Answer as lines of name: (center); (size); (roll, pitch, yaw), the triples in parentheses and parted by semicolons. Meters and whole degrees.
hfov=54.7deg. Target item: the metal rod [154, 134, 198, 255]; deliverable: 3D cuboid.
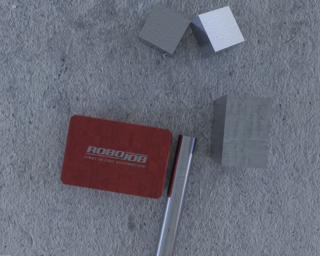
metal rod: (0.007, 0.157, 0.410); (0.025, 0.025, 0.298); (12, 90, -1)

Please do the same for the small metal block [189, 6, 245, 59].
small metal block: (0.074, -0.124, 0.402); (0.050, 0.025, 0.050); (-25, 91, -23)

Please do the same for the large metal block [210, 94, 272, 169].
large metal block: (0.096, 0.004, 0.384); (0.050, 0.080, 0.079); (5, 90, 0)

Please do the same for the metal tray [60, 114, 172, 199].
metal tray: (-0.055, 0.036, 0.407); (0.131, 0.030, 0.089); (9, 90, -1)

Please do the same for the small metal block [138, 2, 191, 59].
small metal block: (0.006, -0.128, 0.410); (0.050, 0.025, 0.050); (28, 90, 0)
